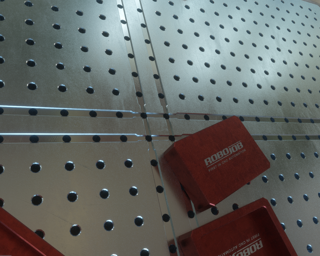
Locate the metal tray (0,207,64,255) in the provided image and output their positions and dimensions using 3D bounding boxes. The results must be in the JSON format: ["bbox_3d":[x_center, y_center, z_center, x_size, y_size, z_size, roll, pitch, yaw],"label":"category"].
[{"bbox_3d":[-0.135,0.128,0.254,0.130,0.030,0.090,39,51,-2],"label":"metal tray"}]

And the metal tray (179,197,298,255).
[{"bbox_3d":[0.097,0.146,0.367,0.131,0.030,0.090,-12,68,-33],"label":"metal tray"}]

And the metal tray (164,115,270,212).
[{"bbox_3d":[0.081,0.043,0.422,0.131,0.030,0.090,-22,74,-36],"label":"metal tray"}]
